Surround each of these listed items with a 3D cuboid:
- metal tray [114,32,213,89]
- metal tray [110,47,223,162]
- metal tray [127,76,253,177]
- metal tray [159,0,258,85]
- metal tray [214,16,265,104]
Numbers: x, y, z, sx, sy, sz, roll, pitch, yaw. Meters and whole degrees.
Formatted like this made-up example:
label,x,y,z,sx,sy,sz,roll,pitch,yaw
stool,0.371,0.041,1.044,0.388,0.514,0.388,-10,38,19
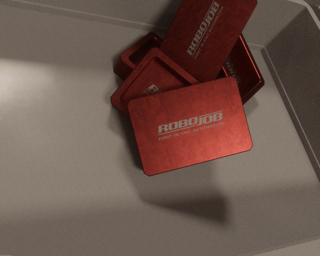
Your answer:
label,x,y,z,sx,sy,sz,roll,pitch,yaw
metal tray,0.010,-0.073,0.453,0.130,0.030,0.090,40,51,-2
metal tray,0.014,-0.028,0.398,0.130,0.030,0.090,39,86,-2
metal tray,0.034,-0.003,0.369,0.131,0.030,0.089,-14,90,-5
metal tray,0.063,-0.135,0.434,0.090,0.129,0.030,28,14,2
metal tray,0.114,-0.107,0.503,0.091,0.030,0.130,-38,104,-39
